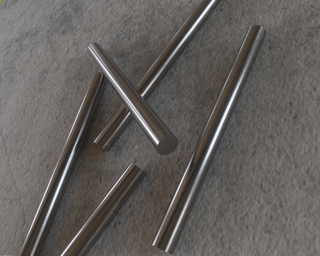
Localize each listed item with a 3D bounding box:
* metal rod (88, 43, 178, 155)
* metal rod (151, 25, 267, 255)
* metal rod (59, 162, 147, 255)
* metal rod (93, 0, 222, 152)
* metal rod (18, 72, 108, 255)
[{"bbox_3d":[-0.054,-0.060,0.436,0.025,0.025,0.300,-39,42,1],"label":"metal rod"},{"bbox_3d":[0.066,-0.001,0.369,0.025,0.025,0.300,15,69,33],"label":"metal rod"},{"bbox_3d":[-0.116,0.167,0.360,0.025,0.025,0.300,30,78,37],"label":"metal rod"},{"bbox_3d":[0.004,-0.093,0.457,0.025,0.025,0.300,27,76,37],"label":"metal rod"},{"bbox_3d":[-0.133,0.048,0.441,0.025,0.025,0.300,2,62,29],"label":"metal rod"}]
